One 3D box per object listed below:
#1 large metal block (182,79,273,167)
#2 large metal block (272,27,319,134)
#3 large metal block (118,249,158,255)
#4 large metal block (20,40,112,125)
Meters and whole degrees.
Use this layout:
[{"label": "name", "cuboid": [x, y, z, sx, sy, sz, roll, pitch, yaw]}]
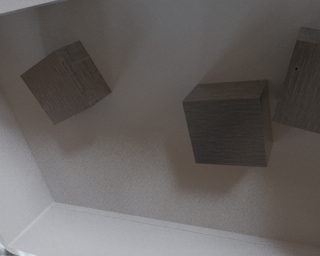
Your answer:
[{"label": "large metal block", "cuboid": [0.079, -0.005, 0.348, 0.080, 0.050, 0.080, 0, 118, 28]}, {"label": "large metal block", "cuboid": [0.157, -0.040, 0.284, 0.080, 0.050, 0.079, 17, 125, 18]}, {"label": "large metal block", "cuboid": [-0.050, 0.278, 0.574, 0.080, 0.080, 0.050, -5, 116, 30]}, {"label": "large metal block", "cuboid": [-0.127, -0.060, 0.423, 0.080, 0.050, 0.080, -20, 108, 35]}]
